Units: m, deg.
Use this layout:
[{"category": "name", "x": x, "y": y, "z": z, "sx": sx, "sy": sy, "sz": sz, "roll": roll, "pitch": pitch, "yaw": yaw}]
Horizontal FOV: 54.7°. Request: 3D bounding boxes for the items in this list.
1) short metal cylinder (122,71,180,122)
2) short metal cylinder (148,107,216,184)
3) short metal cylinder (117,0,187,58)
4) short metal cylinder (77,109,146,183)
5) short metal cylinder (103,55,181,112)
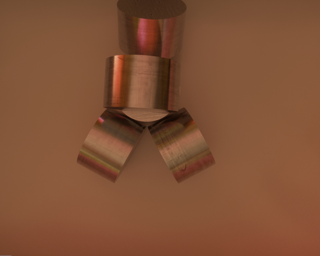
[{"category": "short metal cylinder", "x": -0.016, "y": -0.047, "z": 0.396, "sx": 0.081, "sy": 0.050, "sz": 0.080, "roll": 0, "pitch": 90, "yaw": 0}, {"category": "short metal cylinder", "x": 0.026, "y": 0.021, "z": 0.382, "sx": 0.050, "sy": 0.080, "sz": 0.080, "roll": -29, "pitch": 90, "yaw": 1}, {"category": "short metal cylinder", "x": -0.011, "y": -0.125, "z": 0.376, "sx": 0.080, "sy": 0.080, "sz": 0.050, "roll": 4, "pitch": 133, "yaw": 0}, {"category": "short metal cylinder", "x": -0.058, "y": 0.021, "z": 0.381, "sx": 0.050, "sy": 0.080, "sz": 0.080, "roll": 29, "pitch": 90, "yaw": 0}, {"category": "short metal cylinder", "x": -0.019, "y": -0.044, "z": 0.332, "sx": 0.080, "sy": 0.080, "sz": 0.050, "roll": 3, "pitch": 90, "yaw": 0}]
